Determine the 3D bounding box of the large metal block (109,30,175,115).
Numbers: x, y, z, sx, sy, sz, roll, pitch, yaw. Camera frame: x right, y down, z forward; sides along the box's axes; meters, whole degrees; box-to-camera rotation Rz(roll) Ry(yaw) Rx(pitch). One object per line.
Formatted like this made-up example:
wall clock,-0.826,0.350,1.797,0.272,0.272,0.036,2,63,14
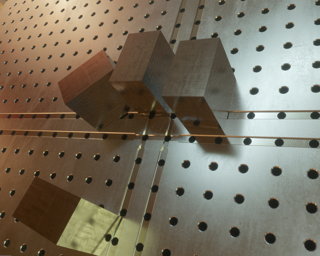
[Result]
large metal block,-0.015,-0.074,0.427,0.050,0.080,0.080,4,64,30

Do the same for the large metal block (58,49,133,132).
large metal block,-0.085,-0.052,0.451,0.080,0.080,0.050,-35,51,5

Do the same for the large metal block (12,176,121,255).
large metal block,-0.108,0.105,0.366,0.080,0.080,0.050,14,69,34

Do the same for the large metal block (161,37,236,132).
large metal block,0.051,-0.050,0.378,0.050,0.080,0.080,4,64,30
